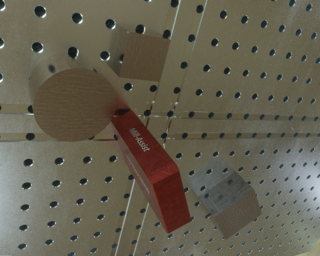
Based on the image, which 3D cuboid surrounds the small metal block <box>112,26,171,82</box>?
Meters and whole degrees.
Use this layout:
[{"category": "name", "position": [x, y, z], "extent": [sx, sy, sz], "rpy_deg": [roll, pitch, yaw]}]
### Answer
[{"category": "small metal block", "position": [-0.021, -0.082, 0.349], "extent": [0.050, 0.025, 0.050], "rpy_deg": [2, 118, -29]}]

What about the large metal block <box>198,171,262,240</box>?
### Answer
[{"category": "large metal block", "position": [0.126, 0.138, 0.549], "extent": [0.080, 0.050, 0.080], "rpy_deg": [-33, 129, -7]}]

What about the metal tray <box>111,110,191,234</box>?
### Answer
[{"category": "metal tray", "position": [-0.014, 0.047, 0.365], "extent": [0.030, 0.130, 0.090], "rpy_deg": [-25, 128, -13]}]

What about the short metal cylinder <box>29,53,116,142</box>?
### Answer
[{"category": "short metal cylinder", "position": [-0.092, -0.033, 0.324], "extent": [0.081, 0.050, 0.079], "rpy_deg": [-14, 124, -21]}]
